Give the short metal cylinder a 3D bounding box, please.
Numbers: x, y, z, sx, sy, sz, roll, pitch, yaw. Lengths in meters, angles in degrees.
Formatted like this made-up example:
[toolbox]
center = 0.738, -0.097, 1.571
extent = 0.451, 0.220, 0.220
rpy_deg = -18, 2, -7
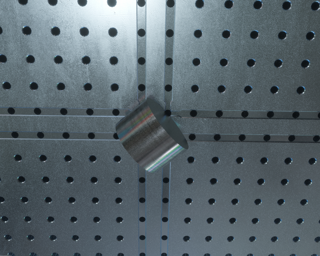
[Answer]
[short metal cylinder]
center = -0.009, 0.009, 0.387
extent = 0.050, 0.080, 0.080
rpy_deg = -38, 106, 13
